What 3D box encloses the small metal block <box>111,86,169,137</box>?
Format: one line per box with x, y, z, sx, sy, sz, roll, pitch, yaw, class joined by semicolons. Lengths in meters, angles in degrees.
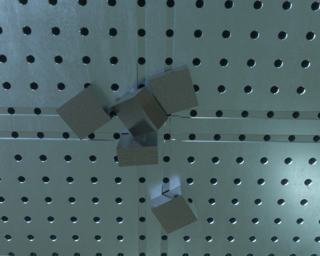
-0.026;-0.019;0.392;0.050;0.025;0.050;-16;116;47;small metal block

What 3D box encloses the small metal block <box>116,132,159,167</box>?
-0.028;0.027;0.410;0.050;0.050;0.025;-4;110;1;small metal block

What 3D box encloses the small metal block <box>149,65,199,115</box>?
0.018;-0.048;0.396;0.050;0.025;0.050;-16;110;5;small metal block

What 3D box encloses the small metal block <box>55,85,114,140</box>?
-0.097;-0.021;0.405;0.050;0.025;0.050;-33;107;11;small metal block

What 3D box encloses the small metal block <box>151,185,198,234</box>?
0.021;0.121;0.459;0.050;0.025;0.050;-28;108;9;small metal block
